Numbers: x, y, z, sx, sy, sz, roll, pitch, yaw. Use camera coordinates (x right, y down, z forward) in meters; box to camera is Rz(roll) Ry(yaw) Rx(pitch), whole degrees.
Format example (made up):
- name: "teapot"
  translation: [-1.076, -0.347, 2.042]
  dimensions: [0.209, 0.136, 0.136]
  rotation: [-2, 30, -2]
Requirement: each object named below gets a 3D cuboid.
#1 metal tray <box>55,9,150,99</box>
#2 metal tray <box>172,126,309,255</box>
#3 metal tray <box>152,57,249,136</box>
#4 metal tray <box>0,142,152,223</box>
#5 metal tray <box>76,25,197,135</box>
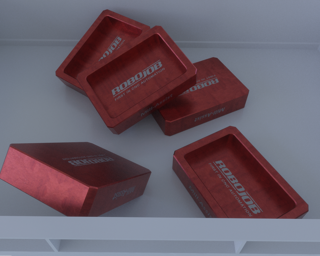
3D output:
- name: "metal tray"
  translation: [-0.080, -0.106, 0.459]
  dimensions: [0.090, 0.030, 0.130]
  rotation: [29, 77, 21]
- name: "metal tray"
  translation: [0.084, 0.064, 0.348]
  dimensions: [0.091, 0.030, 0.130]
  rotation: [-23, 54, -19]
- name: "metal tray"
  translation: [0.047, -0.049, 0.444]
  dimensions: [0.131, 0.030, 0.090]
  rotation: [-20, 53, -17]
- name: "metal tray"
  translation: [-0.073, 0.045, 0.306]
  dimensions: [0.090, 0.130, 0.030]
  rotation: [22, 95, 17]
- name: "metal tray"
  translation: [-0.029, -0.063, 0.401]
  dimensions: [0.130, 0.030, 0.090]
  rotation: [-34, 71, -5]
